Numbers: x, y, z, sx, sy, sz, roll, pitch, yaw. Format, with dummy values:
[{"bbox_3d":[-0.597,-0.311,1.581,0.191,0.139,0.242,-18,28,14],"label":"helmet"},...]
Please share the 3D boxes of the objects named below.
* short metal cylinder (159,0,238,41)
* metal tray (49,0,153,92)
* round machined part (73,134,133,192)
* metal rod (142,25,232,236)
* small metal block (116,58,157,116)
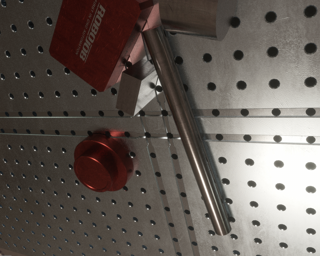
[{"bbox_3d":[0.039,-0.123,0.278,0.050,0.080,0.079,16,125,18],"label":"short metal cylinder"},{"bbox_3d":[-0.076,-0.118,0.373,0.090,0.030,0.129,37,129,3],"label":"metal tray"},{"bbox_3d":[-0.095,0.062,0.487,0.098,0.042,0.097,13,124,20],"label":"round machined part"},{"bbox_3d":[0.042,0.018,0.399,0.025,0.025,0.298,-8,115,31],"label":"metal rod"},{"bbox_3d":[-0.027,-0.050,0.377,0.025,0.050,0.050,26,127,12],"label":"small metal block"}]
